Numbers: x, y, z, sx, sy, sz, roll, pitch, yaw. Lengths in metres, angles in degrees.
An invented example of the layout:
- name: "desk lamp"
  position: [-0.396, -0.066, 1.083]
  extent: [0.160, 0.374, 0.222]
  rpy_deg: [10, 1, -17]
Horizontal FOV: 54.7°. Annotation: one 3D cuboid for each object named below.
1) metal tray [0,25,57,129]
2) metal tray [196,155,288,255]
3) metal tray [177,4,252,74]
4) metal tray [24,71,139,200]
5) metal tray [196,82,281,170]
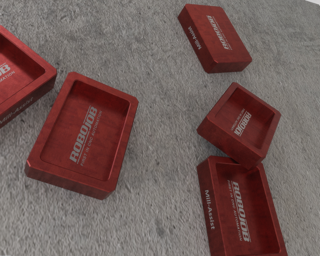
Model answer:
- name: "metal tray"
  position: [-0.188, -0.047, 0.327]
  extent: [0.090, 0.030, 0.131]
  rpy_deg: [39, 51, -2]
- name: "metal tray"
  position: [0.101, 0.103, 0.391]
  extent: [0.091, 0.030, 0.130]
  rpy_deg: [8, 58, -24]
- name: "metal tray"
  position: [0.097, -0.159, 0.550]
  extent: [0.091, 0.030, 0.130]
  rpy_deg: [-10, 67, -32]
- name: "metal tray"
  position: [-0.083, 0.006, 0.352]
  extent: [0.091, 0.030, 0.130]
  rpy_deg: [22, 53, -15]
- name: "metal tray"
  position: [0.118, -0.009, 0.446]
  extent: [0.090, 0.030, 0.131]
  rpy_deg: [36, 41, 7]
